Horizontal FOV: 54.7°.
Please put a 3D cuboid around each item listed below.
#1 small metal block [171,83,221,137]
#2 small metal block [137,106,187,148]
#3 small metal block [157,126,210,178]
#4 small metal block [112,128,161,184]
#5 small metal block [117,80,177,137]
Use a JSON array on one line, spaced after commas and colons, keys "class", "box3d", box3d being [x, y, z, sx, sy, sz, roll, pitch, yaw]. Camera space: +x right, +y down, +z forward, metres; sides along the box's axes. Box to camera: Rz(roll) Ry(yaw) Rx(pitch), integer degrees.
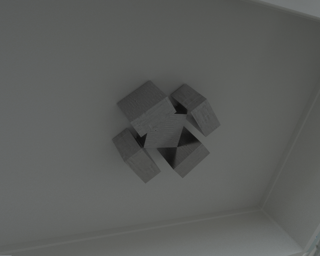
[{"class": "small metal block", "box3d": [0.046, -0.023, 0.400, 0.025, 0.050, 0.050, -39, 130, -3]}, {"class": "small metal block", "box3d": [0.002, -0.002, 0.406, 0.050, 0.025, 0.050, 1, 118, -29]}, {"class": "small metal block", "box3d": [0.031, 0.032, 0.426, 0.050, 0.050, 0.025, -43, 130, 0]}, {"class": "small metal block", "box3d": [-0.030, 0.035, 0.395, 0.025, 0.050, 0.050, -38, 129, -2]}, {"class": "small metal block", "box3d": [-0.017, -0.024, 0.366, 0.050, 0.050, 0.025, -36, 128, -4]}]
